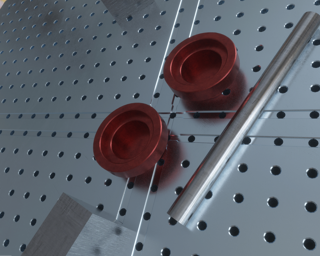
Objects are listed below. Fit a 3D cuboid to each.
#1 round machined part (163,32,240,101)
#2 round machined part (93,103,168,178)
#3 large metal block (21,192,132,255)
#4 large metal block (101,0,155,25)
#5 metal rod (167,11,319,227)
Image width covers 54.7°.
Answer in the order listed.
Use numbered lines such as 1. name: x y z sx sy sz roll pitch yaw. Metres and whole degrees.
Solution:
1. round machined part: 0.058 -0.077 0.414 0.098 0.042 0.098 -13 56 21
2. round machined part: -0.034 0.019 0.404 0.098 0.042 0.098 -13 56 21
3. large metal block: -0.089 0.128 0.341 0.050 0.080 0.080 22 73 36
4. large metal block: -0.068 -0.251 0.563 0.080 0.080 0.050 -31 52 8
5. metal rod: 0.105 -0.019 0.364 0.025 0.025 0.300 28 77 37
